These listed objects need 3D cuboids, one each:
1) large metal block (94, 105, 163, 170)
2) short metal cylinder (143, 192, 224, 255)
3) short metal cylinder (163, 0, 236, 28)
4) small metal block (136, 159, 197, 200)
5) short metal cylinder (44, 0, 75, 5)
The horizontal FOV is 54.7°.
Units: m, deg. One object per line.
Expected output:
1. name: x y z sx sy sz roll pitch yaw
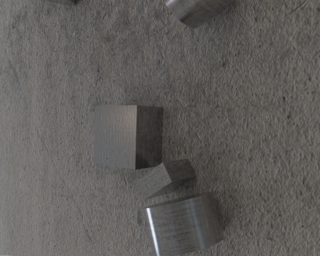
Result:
1. large metal block: -0.044 0.010 0.425 0.080 0.050 0.079 3 92 40
2. short metal cylinder: 0.026 0.106 0.348 0.080 0.081 0.050 -22 76 38
3. short metal cylinder: 0.039 -0.158 0.337 0.050 0.081 0.080 -29 72 36
4. small metal block: 0.008 0.063 0.382 0.050 0.050 0.025 -39 66 33
5. short metal cylinder: -0.181 -0.243 0.518 0.080 0.081 0.050 19 102 38
